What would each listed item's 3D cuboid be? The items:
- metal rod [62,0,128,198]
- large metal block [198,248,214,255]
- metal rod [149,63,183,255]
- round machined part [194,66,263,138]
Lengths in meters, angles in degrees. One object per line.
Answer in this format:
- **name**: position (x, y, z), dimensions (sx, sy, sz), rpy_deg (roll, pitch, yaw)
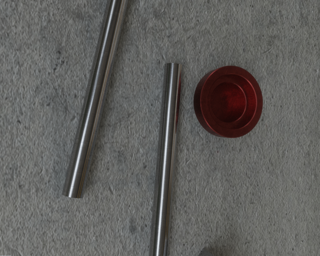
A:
- **metal rod**: position (-0.073, -0.065, 0.382), dimensions (0.025, 0.025, 0.298), rpy_deg (14, 85, -20)
- **large metal block**: position (0.069, 0.220, 0.407), dimensions (0.050, 0.080, 0.080), rpy_deg (44, 76, -15)
- **metal rod**: position (0.006, 0.064, 0.412), dimensions (0.025, 0.025, 0.298), rpy_deg (5, 88, -20)
- **round machined part**: position (0.091, -0.035, 0.435), dimensions (0.099, 0.042, 0.097), rpy_deg (0, 90, -21)
